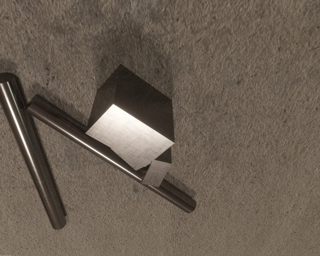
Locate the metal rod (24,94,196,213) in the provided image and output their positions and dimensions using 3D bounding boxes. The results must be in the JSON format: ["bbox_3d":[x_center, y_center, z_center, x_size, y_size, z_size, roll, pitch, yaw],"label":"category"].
[{"bbox_3d":[-0.053,0.050,0.448,0.025,0.025,0.301,-37,122,26],"label":"metal rod"}]

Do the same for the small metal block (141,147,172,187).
[{"bbox_3d":[-0.005,0.045,0.429,0.025,0.050,0.050,15,129,-13],"label":"small metal block"}]

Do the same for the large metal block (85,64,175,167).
[{"bbox_3d":[-0.031,-0.015,0.358,0.080,0.080,0.050,33,122,-25],"label":"large metal block"}]

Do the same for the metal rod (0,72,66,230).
[{"bbox_3d":[-0.180,0.056,0.451,0.025,0.025,0.298,-1,130,0],"label":"metal rod"}]

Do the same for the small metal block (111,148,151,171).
[{"bbox_3d":[-0.036,0.019,0.407,0.025,0.050,0.050,-28,125,22],"label":"small metal block"}]
